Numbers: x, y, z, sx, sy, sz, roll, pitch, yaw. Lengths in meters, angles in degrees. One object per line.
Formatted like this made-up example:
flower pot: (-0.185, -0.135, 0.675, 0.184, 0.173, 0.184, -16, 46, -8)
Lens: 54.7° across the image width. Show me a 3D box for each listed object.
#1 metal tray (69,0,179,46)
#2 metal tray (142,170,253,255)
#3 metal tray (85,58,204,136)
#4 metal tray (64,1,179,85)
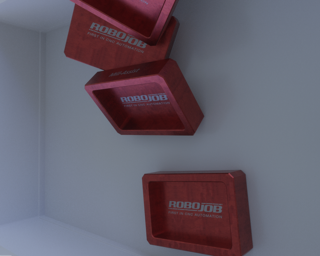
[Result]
metal tray: (-0.045, -0.152, 0.323, 0.030, 0.131, 0.090, -64, 5, -27)
metal tray: (0.039, 0.097, 0.369, 0.130, 0.030, 0.089, -8, 85, 39)
metal tray: (-0.021, -0.032, 0.384, 0.130, 0.030, 0.090, -1, 134, 39)
metal tray: (-0.050, -0.117, 0.402, 0.131, 0.030, 0.089, 20, 106, 6)
